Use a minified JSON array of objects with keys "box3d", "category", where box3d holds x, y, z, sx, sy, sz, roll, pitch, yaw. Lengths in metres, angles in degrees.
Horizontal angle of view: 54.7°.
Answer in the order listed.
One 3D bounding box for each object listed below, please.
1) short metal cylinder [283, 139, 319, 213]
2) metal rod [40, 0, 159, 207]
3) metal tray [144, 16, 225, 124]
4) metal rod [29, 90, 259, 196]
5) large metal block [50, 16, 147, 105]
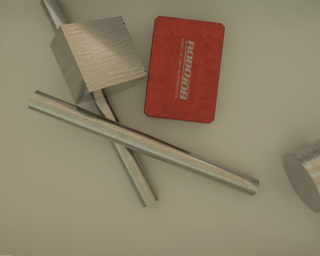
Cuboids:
[{"box3d":[0.200,0.059,0.387,0.050,0.080,0.080,-24,90,0],"category":"short metal cylinder"},{"box3d":[-0.079,-0.035,0.410,0.025,0.025,0.299,-27,90,0],"category":"metal rod"},{"box3d":[0.031,-0.075,0.409,0.091,0.030,0.129,7,90,-1],"category":"metal tray"},{"box3d":[-0.013,0.023,0.391,0.302,0.025,0.025,22,90,-8],"category":"metal rod"},{"box3d":[-0.075,-0.083,0.380,0.081,0.050,0.080,-23,90,-34],"category":"large metal block"}]
